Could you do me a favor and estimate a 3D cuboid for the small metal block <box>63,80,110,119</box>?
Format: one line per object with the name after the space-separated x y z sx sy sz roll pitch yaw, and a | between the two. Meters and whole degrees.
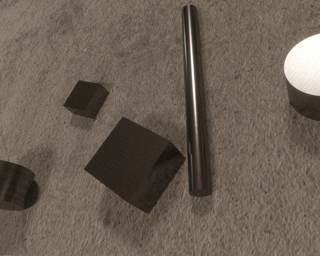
-0.117 -0.046 0.491 0.050 0.025 0.050 13 68 33 | small metal block

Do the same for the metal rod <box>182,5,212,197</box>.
0.046 -0.057 0.413 0.025 0.025 0.299 -13 56 21 | metal rod

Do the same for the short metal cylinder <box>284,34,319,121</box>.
0.177 -0.054 0.328 0.080 0.050 0.080 -13 56 20 | short metal cylinder

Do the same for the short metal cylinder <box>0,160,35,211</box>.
-0.224 0.081 0.434 0.080 0.080 0.050 -6 59 25 | short metal cylinder

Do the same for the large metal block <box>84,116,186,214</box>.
-0.030 0.043 0.375 0.080 0.050 0.080 27 76 36 | large metal block
